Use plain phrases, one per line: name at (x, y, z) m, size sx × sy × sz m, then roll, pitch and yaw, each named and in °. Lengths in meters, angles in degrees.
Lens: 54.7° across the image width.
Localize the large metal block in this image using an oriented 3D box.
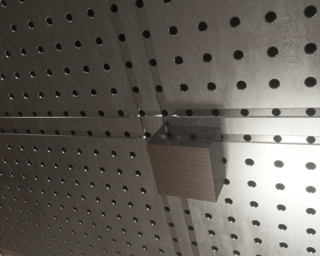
large metal block at (0.037, 0.044, 0.402) m, size 0.080 × 0.050 × 0.079 m, roll 2°, pitch 120°, yaw 26°
